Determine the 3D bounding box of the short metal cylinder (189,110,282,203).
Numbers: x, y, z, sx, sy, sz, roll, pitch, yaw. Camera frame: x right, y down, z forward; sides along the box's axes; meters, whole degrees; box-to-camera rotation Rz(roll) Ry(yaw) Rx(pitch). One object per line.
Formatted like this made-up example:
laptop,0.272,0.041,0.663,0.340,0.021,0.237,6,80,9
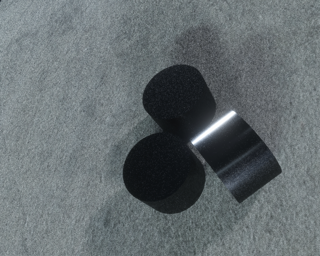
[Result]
short metal cylinder,0.074,0.028,0.312,0.050,0.080,0.080,-38,51,3

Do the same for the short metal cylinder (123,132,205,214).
short metal cylinder,0.005,0.052,0.352,0.080,0.050,0.080,-13,56,20

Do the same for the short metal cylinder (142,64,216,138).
short metal cylinder,0.025,-0.033,0.394,0.080,0.050,0.080,-13,56,20
